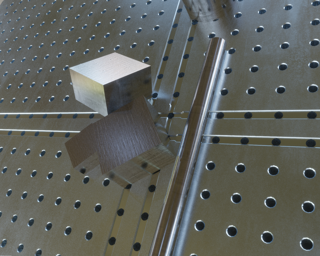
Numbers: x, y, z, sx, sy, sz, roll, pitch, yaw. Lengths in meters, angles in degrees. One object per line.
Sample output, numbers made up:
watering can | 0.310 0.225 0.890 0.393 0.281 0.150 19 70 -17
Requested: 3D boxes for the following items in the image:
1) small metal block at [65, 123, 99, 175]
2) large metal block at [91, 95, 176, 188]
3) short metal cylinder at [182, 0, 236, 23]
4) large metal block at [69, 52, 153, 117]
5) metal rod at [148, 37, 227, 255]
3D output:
small metal block | -0.102 0.029 0.442 0.050 0.025 0.050 -37 51 3
large metal block | -0.034 0.018 0.398 0.080 0.050 0.080 -29 52 9
short metal cylinder | 0.074 -0.213 0.483 0.080 0.050 0.080 -13 56 20
large metal block | -0.069 -0.064 0.443 0.081 0.050 0.080 -30 43 -35
metal rod | 0.040 0.012 0.379 0.025 0.025 0.300 4 63 29
